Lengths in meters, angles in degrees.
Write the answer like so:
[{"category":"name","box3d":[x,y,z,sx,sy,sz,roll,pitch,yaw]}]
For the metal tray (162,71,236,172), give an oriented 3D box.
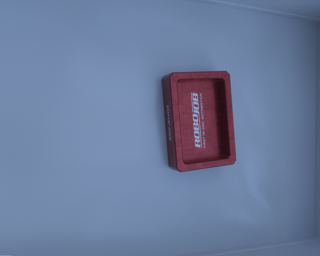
[{"category":"metal tray","box3d":[0.054,-0.011,0.427,0.091,0.030,0.129,-5,92,-20]}]
